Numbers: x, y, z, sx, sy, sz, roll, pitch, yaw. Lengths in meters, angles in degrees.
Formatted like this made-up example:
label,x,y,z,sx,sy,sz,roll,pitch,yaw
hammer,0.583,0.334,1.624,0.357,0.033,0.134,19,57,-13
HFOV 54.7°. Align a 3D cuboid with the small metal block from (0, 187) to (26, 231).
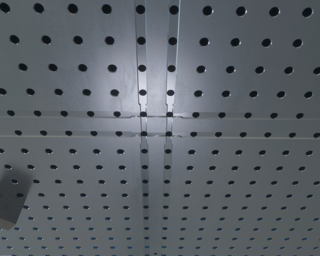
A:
label,x,y,z,sx,sy,sz,roll,pitch,yaw
small metal block,-0.255,0.130,0.504,0.050,0.050,0.025,36,121,-27
